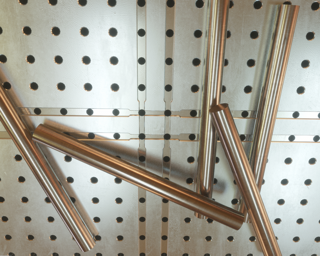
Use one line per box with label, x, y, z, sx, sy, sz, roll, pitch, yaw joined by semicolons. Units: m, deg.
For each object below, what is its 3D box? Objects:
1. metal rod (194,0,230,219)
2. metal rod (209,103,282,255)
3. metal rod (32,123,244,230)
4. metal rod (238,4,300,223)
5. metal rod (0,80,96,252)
metal rod;0.066;-0.012;0.410;0.025;0.025;0.298;1;110;-1
metal rod;0.129;0.105;0.426;0.025;0.025;0.299;-22;109;7
metal rod;-0.027;0.067;0.421;0.301;0.025;0.025;24;108;-3
metal rod;0.140;-0.004;0.413;0.025;0.025;0.298;4;110;-2
metal rod;-0.167;0.053;0.430;0.025;0.025;0.299;-21;109;7
